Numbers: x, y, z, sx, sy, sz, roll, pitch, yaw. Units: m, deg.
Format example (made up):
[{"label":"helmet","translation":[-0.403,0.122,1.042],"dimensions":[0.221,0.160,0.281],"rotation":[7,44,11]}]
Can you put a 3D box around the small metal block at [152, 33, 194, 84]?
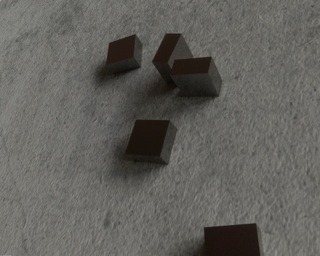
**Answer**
[{"label":"small metal block","translation":[0.019,-0.097,0.436],"dimensions":[0.025,0.050,0.050],"rotation":[11,68,32]}]

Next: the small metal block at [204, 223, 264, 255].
[{"label":"small metal block","translation":[0.071,0.120,0.293],"dimensions":[0.050,0.025,0.050],"rotation":[-12,57,21]}]

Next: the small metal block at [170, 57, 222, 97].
[{"label":"small metal block","translation":[0.048,-0.065,0.401],"dimensions":[0.050,0.050,0.025],"rotation":[2,63,28]}]

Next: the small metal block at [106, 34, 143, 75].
[{"label":"small metal block","translation":[-0.058,-0.120,0.506],"dimensions":[0.050,0.025,0.050],"rotation":[-12,57,21]}]

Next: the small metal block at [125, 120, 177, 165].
[{"label":"small metal block","translation":[-0.011,0.017,0.398],"dimensions":[0.050,0.025,0.050],"rotation":[2,62,28]}]
